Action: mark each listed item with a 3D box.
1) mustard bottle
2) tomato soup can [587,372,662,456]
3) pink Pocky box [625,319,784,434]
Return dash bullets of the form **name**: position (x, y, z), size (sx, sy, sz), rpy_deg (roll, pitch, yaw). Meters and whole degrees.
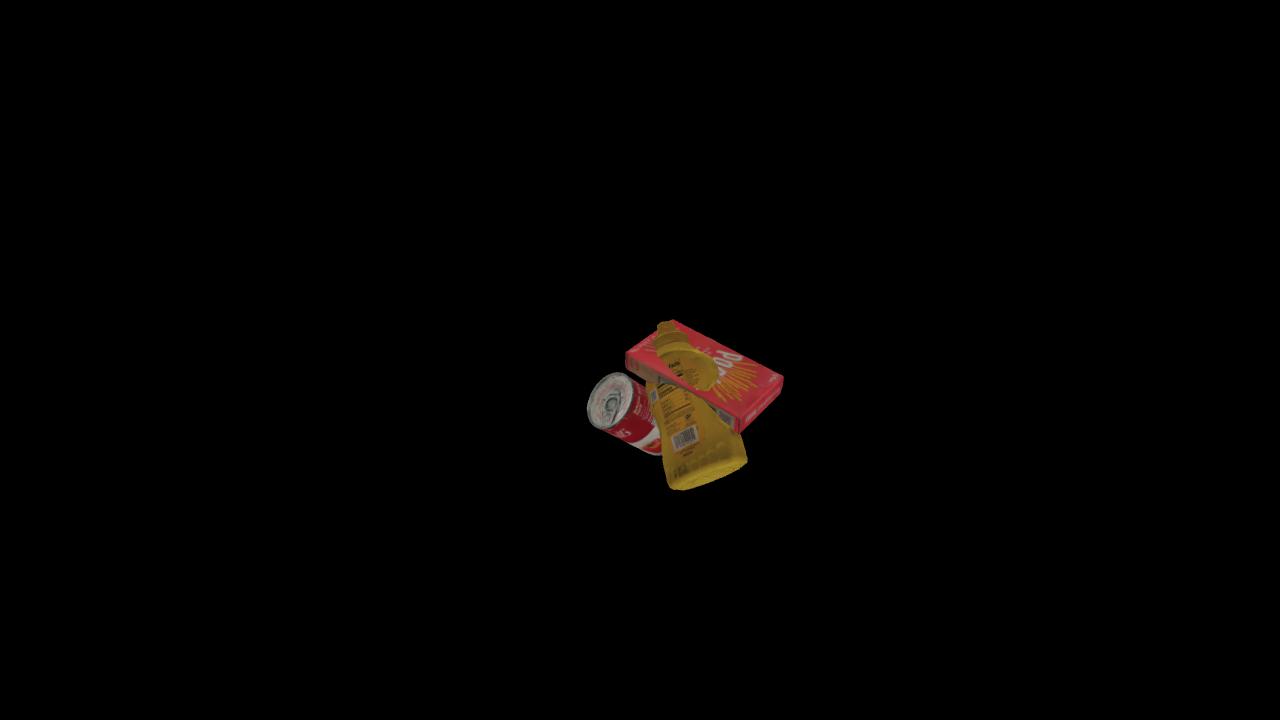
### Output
- **mustard bottle**: position (0.049, 0.038, 0.660), size (0.054, 0.184, 0.092), rpy_deg (10, -35, -43)
- **tomato soup can**: position (-0.003, 0.064, 0.707), size (0.068, 0.068, 0.101), rpy_deg (0, -24, 43)
- **pink Pocky box**: position (0.068, 0.013, 0.666), size (0.155, 0.029, 0.084), rpy_deg (30, 50, 30)
